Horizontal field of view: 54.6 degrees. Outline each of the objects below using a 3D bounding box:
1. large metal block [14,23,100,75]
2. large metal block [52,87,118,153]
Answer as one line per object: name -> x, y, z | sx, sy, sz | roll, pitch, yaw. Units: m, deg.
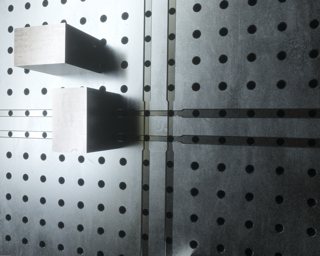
large metal block -> -0.141, -0.106, 0.434 | 0.080, 0.080, 0.050 | 1, 91, 20
large metal block -> -0.098, -0.010, 0.419 | 0.050, 0.080, 0.080 | 0, 90, 20
